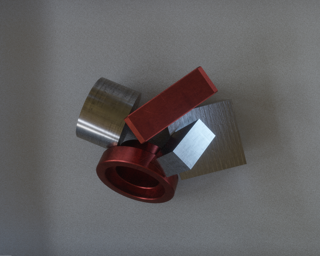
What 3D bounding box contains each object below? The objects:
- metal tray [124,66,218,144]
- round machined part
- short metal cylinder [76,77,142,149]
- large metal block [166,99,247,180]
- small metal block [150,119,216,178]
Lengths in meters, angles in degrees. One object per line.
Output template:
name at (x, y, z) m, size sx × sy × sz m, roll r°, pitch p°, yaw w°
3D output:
metal tray at (0.010, -0.023, 0.357) m, size 0.090 × 0.130 × 0.030 m, roll -35°, pitch 91°, yaw 0°
round machined part at (-0.024, 0.051, 0.383) m, size 0.098 × 0.097 × 0.042 m, roll 20°, pitch 55°, yaw -1°
short metal cylinder at (-0.062, -0.016, 0.381) m, size 0.050 × 0.080 × 0.080 m, roll 23°, pitch 90°, yaw -1°
large metal block at (0.054, 0.012, 0.391) m, size 0.080 × 0.050 × 0.080 m, roll -14°, pitch 95°, yaw -1°
small metal block at (0.024, 0.022, 0.329) m, size 0.025 × 0.050 × 0.050 m, roll 46°, pitch 58°, yaw -7°
